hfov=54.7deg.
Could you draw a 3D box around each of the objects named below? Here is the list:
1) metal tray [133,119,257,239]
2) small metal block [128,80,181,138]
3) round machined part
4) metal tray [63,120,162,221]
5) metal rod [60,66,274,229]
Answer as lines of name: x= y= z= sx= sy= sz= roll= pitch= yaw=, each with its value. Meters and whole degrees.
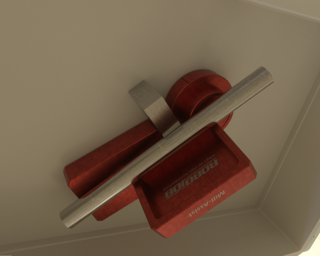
metal tray: x=0.036 y=0.057 z=0.372 sx=0.130 sy=0.090 sz=0.030 roll=-35 pitch=132 yaw=3
small metal block: x=-0.007 y=-0.024 z=0.374 sx=0.025 sy=0.050 sz=0.050 roll=-38 pitch=130 yaw=-3
round machined part: x=0.059 y=-0.025 z=0.414 sx=0.099 sy=0.042 sz=0.097 roll=-14 pitch=125 yaw=-21
metal tray: x=-0.048 y=0.058 z=0.415 sx=0.131 sy=0.030 sz=0.090 roll=-31 pitch=129 yaw=-9
metal rod: x=0.008 y=0.024 z=0.376 sx=0.301 sy=0.025 sz=0.025 roll=-36 pitch=130 yaw=1
